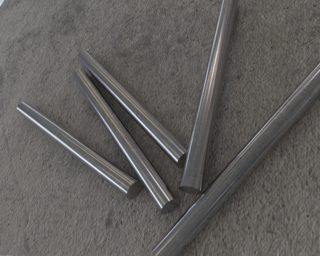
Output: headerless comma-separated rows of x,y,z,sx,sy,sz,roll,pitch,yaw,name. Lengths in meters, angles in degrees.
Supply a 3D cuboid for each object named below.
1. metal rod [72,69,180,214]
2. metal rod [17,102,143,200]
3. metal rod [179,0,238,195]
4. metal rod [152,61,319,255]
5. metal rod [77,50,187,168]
-0.063,-0.002,0.438,0.025,0.025,0.300,-41,51,1,metal rod
-0.137,0.020,0.463,0.300,0.025,0.025,27,77,37,metal rod
0.069,-0.062,0.397,0.025,0.025,0.300,0,59,28,metal rod
0.103,0.025,0.334,0.300,0.025,0.025,-47,51,-5,metal rod
-0.053,-0.045,0.459,0.025,0.025,0.300,-44,51,-2,metal rod
